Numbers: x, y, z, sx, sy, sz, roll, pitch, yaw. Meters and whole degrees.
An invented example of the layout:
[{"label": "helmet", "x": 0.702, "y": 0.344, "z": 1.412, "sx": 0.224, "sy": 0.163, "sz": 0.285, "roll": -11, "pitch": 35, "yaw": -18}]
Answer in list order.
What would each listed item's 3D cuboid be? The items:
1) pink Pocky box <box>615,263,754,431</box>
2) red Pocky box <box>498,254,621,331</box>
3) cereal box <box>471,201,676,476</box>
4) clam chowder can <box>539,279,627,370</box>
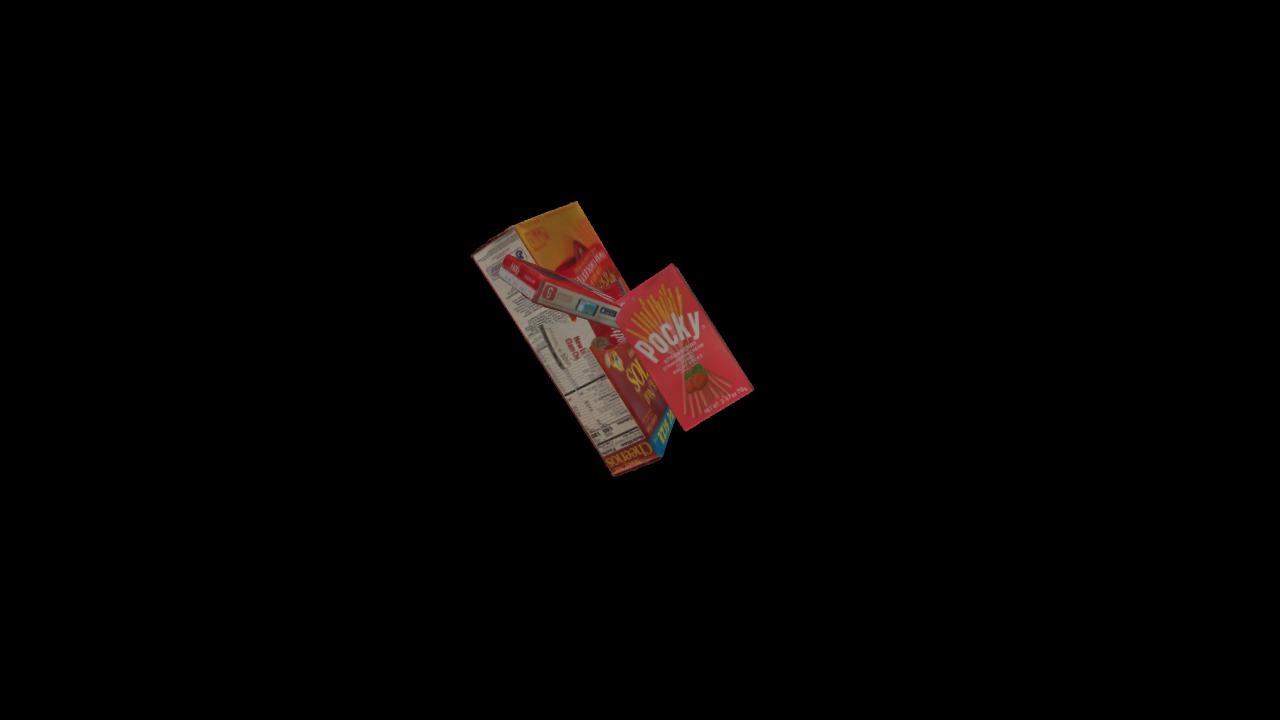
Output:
[{"label": "pink Pocky box", "x": 0.041, "y": -0.013, "z": 0.634, "sx": 0.084, "sy": 0.155, "sz": 0.029, "roll": -33, "pitch": -4, "yaw": 12}, {"label": "red Pocky box", "x": -0.064, "y": -0.066, "z": 0.645, "sx": 0.155, "sy": 0.028, "sz": 0.083, "roll": 16, "pitch": 13, "yaw": -44}, {"label": "cereal box", "x": -0.055, "y": -0.036, "z": 0.763, "sx": 0.081, "sy": 0.306, "sz": 0.203, "roll": -27, "pitch": 12, "yaw": 22}, {"label": "clam chowder can", "x": -0.054, "y": -0.038, "z": 0.686, "sx": 0.102, "sy": 0.068, "sz": 0.068, "roll": -25, "pitch": 0, "yaw": 1}]
